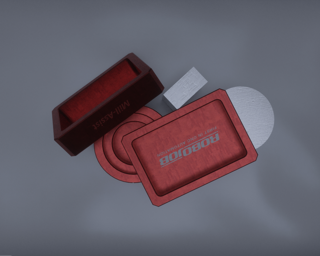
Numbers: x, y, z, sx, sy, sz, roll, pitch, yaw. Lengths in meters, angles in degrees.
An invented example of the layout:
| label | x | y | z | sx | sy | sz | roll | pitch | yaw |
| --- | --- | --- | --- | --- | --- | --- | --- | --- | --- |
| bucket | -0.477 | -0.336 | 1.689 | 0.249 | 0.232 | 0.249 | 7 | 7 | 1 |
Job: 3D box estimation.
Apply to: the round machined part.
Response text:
| label | x | y | z | sx | sy | sz | roll | pitch | yaw |
| --- | --- | --- | --- | --- | --- | --- | --- | --- | --- |
| round machined part | -0.032 | 0.019 | 0.402 | 0.099 | 0.042 | 0.097 | 0 | 90 | -1 |

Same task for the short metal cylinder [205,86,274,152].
| label | x | y | z | sx | sy | sz | roll | pitch | yaw |
| --- | --- | --- | --- | --- | --- | --- | --- | --- | --- |
| short metal cylinder | 0.098 | -0.011 | 0.398 | 0.081 | 0.050 | 0.079 | 0 | 90 | -1 |

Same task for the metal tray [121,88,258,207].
| label | x | y | z | sx | sy | sz | roll | pitch | yaw |
| --- | --- | --- | --- | --- | --- | --- | --- | --- | --- |
| metal tray | 0.033 | 0.022 | 0.360 | 0.130 | 0.030 | 0.090 | -26 | 90 | 4 |

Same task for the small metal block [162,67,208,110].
| label | x | y | z | sx | sy | sz | roll | pitch | yaw |
| --- | --- | --- | --- | --- | --- | --- | --- | --- | --- |
| small metal block | 0.030 | -0.048 | 0.397 | 0.050 | 0.050 | 0.025 | -43 | 90 | -2 |

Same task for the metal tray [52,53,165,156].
| label | x | y | z | sx | sy | sz | roll | pitch | yaw |
| --- | --- | --- | --- | --- | --- | --- | --- | --- | --- |
| metal tray | -0.067 | -0.033 | 0.375 | 0.130 | 0.090 | 0.030 | -36 | 122 | -1 |
